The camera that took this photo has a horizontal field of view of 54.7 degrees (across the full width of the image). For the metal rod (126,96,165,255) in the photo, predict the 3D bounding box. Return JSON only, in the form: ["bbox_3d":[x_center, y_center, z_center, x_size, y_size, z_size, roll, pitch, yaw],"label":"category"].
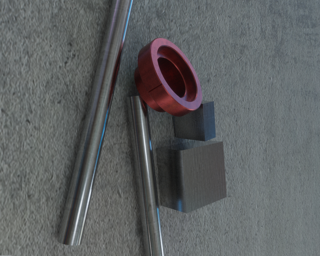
[{"bbox_3d":[-0.013,0.108,0.395,0.025,0.025,0.298,-11,97,-40],"label":"metal rod"}]

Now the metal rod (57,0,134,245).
[{"bbox_3d":[-0.068,-0.025,0.349,0.025,0.025,0.299,18,79,-39],"label":"metal rod"}]

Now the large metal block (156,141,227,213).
[{"bbox_3d":[0.045,0.063,0.428,0.081,0.050,0.079,-8,96,-40],"label":"large metal block"}]

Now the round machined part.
[{"bbox_3d":[0.006,-0.058,0.385,0.098,0.042,0.098,33,43,-37],"label":"round machined part"}]

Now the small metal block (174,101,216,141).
[{"bbox_3d":[0.047,-0.011,0.426,0.025,0.050,0.050,-16,106,-45],"label":"small metal block"}]
